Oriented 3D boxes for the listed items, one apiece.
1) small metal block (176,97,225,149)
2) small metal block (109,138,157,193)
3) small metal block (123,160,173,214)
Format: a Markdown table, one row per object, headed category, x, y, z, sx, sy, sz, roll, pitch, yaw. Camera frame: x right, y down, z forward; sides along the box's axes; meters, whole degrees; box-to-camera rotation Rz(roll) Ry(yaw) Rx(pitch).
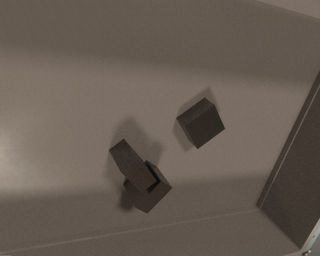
| category | x | y | z | sx | sy | sz | roll | pitch | yaw |
| --- | --- | --- | --- | --- | --- | --- | --- | --- | --- |
| small metal block | 0.058 | -0.006 | 0.439 | 0.050 | 0.025 | 0.050 | -36 | 130 | -5 |
| small metal block | -0.036 | 0.049 | 0.405 | 0.025 | 0.050 | 0.050 | -38 | 130 | -3 |
| small metal block | -0.018 | 0.082 | 0.435 | 0.050 | 0.050 | 0.025 | -47 | 130 | 4 |
